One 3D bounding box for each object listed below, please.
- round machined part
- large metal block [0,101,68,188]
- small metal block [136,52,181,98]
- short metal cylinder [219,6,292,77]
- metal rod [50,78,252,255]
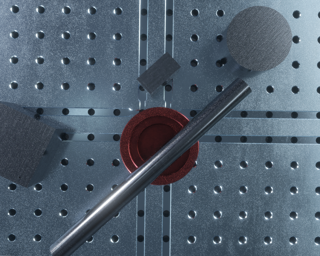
[{"bbox_3d":[-0.001,0.022,0.405,0.099,0.042,0.097,0,90,-1],"label":"round machined part"},{"bbox_3d":[-0.180,0.019,0.399,0.080,0.050,0.080,26,90,-1],"label":"large metal block"},{"bbox_3d":[-0.002,-0.067,0.401,0.050,0.050,0.025,-42,90,0],"label":"small metal block"},{"bbox_3d":[0.121,-0.109,0.402,0.081,0.050,0.079,0,90,-1],"label":"short metal cylinder"},{"bbox_3d":[-0.010,0.049,0.371,0.300,0.025,0.025,-42,91,0],"label":"metal rod"}]
